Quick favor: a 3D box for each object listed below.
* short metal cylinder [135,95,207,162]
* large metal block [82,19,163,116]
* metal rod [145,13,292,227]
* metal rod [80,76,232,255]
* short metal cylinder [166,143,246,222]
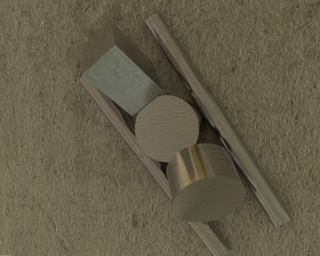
[{"bbox_3d":[0.016,0.001,0.391,0.080,0.050,0.080,0,90,20],"label":"short metal cylinder"},{"bbox_3d":[-0.048,-0.075,0.381,0.050,0.080,0.080,-38,36,16],"label":"large metal block"},{"bbox_3d":[0.066,-0.018,0.386,0.025,0.025,0.299,-34,79,17],"label":"metal rod"},{"bbox_3d":[-0.013,0.041,0.414,0.025,0.025,0.300,-42,77,15],"label":"metal rod"},{"bbox_3d":[0.051,0.064,0.356,0.080,0.080,0.050,-33,37,17],"label":"short metal cylinder"}]
